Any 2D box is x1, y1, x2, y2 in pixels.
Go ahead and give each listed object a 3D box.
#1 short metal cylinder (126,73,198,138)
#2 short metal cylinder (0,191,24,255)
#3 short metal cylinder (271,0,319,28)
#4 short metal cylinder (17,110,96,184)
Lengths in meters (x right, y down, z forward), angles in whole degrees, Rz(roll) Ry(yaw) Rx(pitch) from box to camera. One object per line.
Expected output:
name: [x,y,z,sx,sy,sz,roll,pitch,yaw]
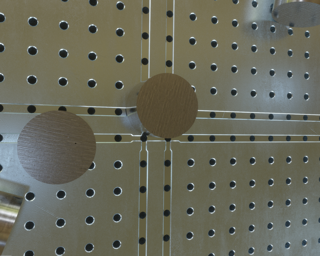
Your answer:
short metal cylinder: [0.002,-0.027,0.400,0.081,0.050,0.079,0,90,-20]
short metal cylinder: [-0.181,0.103,0.317,0.050,0.080,0.080,22,83,-19]
short metal cylinder: [0.213,-0.191,0.461,0.081,0.080,0.050,14,86,-20]
short metal cylinder: [-0.118,0.021,0.356,0.081,0.050,0.079,0,90,-20]
